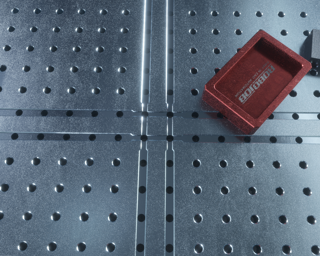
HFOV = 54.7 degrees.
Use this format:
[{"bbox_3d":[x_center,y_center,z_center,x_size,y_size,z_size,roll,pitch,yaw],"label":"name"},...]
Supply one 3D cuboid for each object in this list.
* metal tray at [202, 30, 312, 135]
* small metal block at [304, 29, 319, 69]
[{"bbox_3d":[0.134,-0.066,0.433,0.090,0.030,0.130,41,75,13],"label":"metal tray"},{"bbox_3d":[0.243,-0.113,0.455,0.050,0.025,0.050,12,70,4],"label":"small metal block"}]
